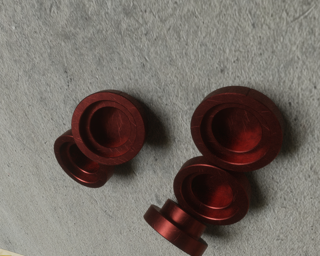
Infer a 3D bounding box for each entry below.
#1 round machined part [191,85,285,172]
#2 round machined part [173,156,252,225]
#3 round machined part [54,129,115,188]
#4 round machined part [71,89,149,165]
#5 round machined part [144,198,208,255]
[{"bbox_3d":[0.088,-0.003,0.348,0.098,0.042,0.097,13,124,21],"label":"round machined part"},{"bbox_3d":[0.070,0.076,0.406,0.098,0.042,0.097,13,124,21],"label":"round machined part"},{"bbox_3d":[-0.110,0.042,0.477,0.098,0.042,0.097,16,128,22],"label":"round machined part"},{"bbox_3d":[-0.063,-0.003,0.413,0.098,0.042,0.097,2,105,9],"label":"round machined part"},{"bbox_3d":[0.028,0.138,0.444,0.098,0.042,0.098,34,173,5],"label":"round machined part"}]
